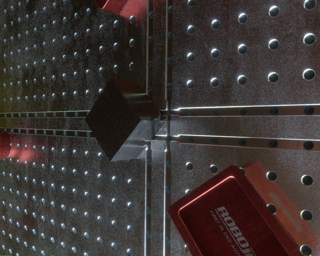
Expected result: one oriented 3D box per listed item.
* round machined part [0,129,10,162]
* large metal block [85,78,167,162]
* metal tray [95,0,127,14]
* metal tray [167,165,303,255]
[{"bbox_3d":[-0.383,0.039,0.715,0.098,0.042,0.097,0,90,40],"label":"round machined part"},{"bbox_3d":[-0.050,-0.011,0.435,0.080,0.050,0.080,-52,60,27],"label":"large metal block"},{"bbox_3d":[-0.060,-0.248,0.455,0.129,0.030,0.090,-46,63,30],"label":"metal tray"},{"bbox_3d":[0.078,0.115,0.315,0.090,0.030,0.130,-35,65,6],"label":"metal tray"}]
